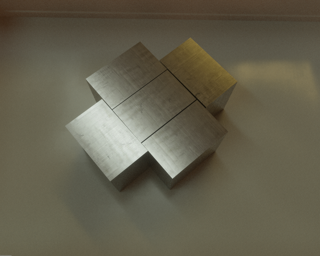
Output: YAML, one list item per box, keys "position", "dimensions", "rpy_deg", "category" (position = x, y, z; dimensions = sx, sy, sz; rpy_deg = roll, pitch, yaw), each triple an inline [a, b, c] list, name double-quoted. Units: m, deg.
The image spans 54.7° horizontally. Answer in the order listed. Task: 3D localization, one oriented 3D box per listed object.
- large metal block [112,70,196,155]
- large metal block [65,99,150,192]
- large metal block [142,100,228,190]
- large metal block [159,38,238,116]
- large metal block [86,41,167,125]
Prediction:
- position: [-0.006, -0.013, 0.384]
  dimensions: [0.080, 0.080, 0.050]
  rpy_deg: [-38, 75, -13]
  category: "large metal block"
- position: [-0.058, 0.024, 0.370]
  dimensions: [0.050, 0.080, 0.080]
  rpy_deg: [-39, 75, -13]
  category: "large metal block"
- position: [0.027, 0.024, 0.372]
  dimensions: [0.080, 0.080, 0.050]
  rpy_deg: [-38, 75, -13]
  category: "large metal block"
- position: [0.044, -0.054, 0.400]
  dimensions: [0.050, 0.080, 0.080]
  rpy_deg: [-39, 75, -13]
  category: "large metal block"
- position: [-0.039, -0.049, 0.397]
  dimensions: [0.080, 0.080, 0.050]
  rpy_deg: [-38, 75, -13]
  category: "large metal block"
